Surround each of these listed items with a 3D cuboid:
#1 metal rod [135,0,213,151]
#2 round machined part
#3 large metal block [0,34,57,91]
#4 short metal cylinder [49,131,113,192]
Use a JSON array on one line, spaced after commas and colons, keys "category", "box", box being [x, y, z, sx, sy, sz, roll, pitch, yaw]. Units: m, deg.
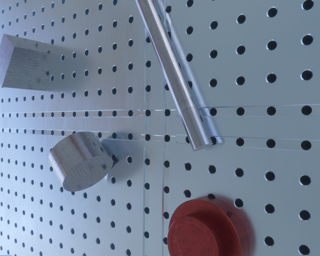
[{"category": "metal rod", "box": [0.002, -0.112, 0.405, 0.025, 0.025, 0.299, -31, 71, 35]}, {"category": "round machined part", "box": [0.047, 0.132, 0.358, 0.098, 0.042, 0.097, 0, 90, 39]}, {"category": "large metal block", "box": [-0.252, -0.120, 0.578, 0.050, 0.081, 0.080, 43, 116, 31]}, {"category": "short metal cylinder", "box": [-0.119, 0.051, 0.469, 0.050, 0.081, 0.080, 51, 120, 28]}]
